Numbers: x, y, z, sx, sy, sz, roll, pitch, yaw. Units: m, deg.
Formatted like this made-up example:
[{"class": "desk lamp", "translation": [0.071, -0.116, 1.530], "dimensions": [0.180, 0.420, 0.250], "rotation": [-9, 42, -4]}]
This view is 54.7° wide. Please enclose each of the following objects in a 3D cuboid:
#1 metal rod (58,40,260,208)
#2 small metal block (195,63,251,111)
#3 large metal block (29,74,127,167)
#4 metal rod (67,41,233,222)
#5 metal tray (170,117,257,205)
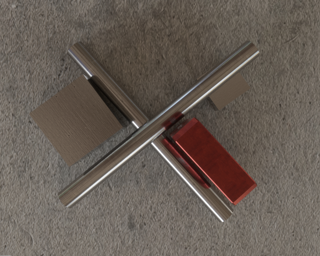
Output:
[{"class": "metal rod", "translation": [-0.001, -0.005, 0.386], "dimensions": [0.300, 0.025, 0.025], "rotation": [-39, 91, -1]}, {"class": "small metal block", "translation": [0.082, -0.057, 0.412], "dimensions": [0.050, 0.025, 0.050], "rotation": [-35, 90, 0]}, {"class": "large metal block", "translation": [-0.101, -0.009, 0.396], "dimensions": [0.080, 0.050, 0.080], "rotation": [-37, 90, 0]}, {"class": "metal rod", "translation": [-0.012, 0.006, 0.411], "dimensions": [0.025, 0.025, 0.300], "rotation": [-42, 91, 0]}, {"class": "metal tray", "translation": [0.053, 0.032, 0.359], "dimensions": [0.030, 0.130, 0.090], "rotation": [-43, 90, 1]}]
